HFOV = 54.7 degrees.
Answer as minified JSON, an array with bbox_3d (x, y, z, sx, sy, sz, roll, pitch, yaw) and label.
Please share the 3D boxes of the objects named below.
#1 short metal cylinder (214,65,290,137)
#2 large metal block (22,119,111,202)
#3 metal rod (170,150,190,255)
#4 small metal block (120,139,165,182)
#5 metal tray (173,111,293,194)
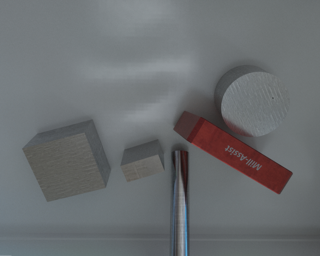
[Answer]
[{"bbox_3d":[0.112,-0.035,0.387,0.081,0.050,0.079,0,110,-1],"label":"short metal cylinder"},{"bbox_3d":[-0.119,0.043,0.412,0.080,0.050,0.080,-14,110,5],"label":"large metal block"},{"bbox_3d":[0.024,0.174,0.375,0.025,0.025,0.299,2,69,-1],"label":"metal rod"},{"bbox_3d":[-0.022,0.043,0.413,0.050,0.050,0.025,-17,109,6],"label":"small metal block"},{"bbox_3d":[0.086,0.027,0.385,0.130,0.090,0.030,30,93,-11],"label":"metal tray"}]
